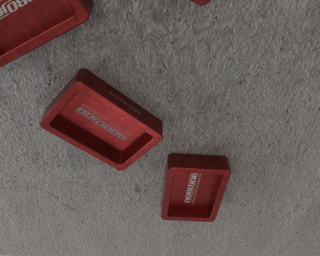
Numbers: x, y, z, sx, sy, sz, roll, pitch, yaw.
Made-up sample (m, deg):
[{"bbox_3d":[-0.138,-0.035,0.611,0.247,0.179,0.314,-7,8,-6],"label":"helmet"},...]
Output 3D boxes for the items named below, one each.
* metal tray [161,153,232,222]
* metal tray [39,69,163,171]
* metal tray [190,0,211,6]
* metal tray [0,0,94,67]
[{"bbox_3d":[0.052,0.097,0.486,0.091,0.030,0.129,3,130,-3],"label":"metal tray"},{"bbox_3d":[-0.072,-0.005,0.398,0.130,0.030,0.090,34,122,-26],"label":"metal tray"},{"bbox_3d":[0.030,-0.180,0.250,0.091,0.030,0.129,20,127,-17],"label":"metal tray"},{"bbox_3d":[-0.143,-0.121,0.298,0.130,0.030,0.090,-21,127,17],"label":"metal tray"}]
